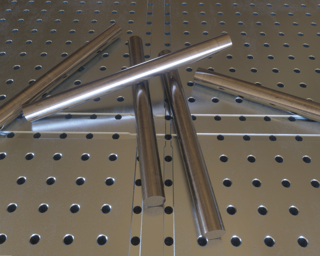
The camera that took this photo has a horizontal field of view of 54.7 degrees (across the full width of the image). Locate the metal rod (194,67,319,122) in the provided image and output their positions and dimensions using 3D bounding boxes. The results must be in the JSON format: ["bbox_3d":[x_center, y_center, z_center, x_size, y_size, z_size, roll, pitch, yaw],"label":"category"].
[{"bbox_3d":[0.193,-0.031,0.436,0.301,0.025,0.025,20,53,16],"label":"metal rod"}]

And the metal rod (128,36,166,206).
[{"bbox_3d":[-0.024,-0.034,0.435,0.025,0.025,0.300,-5,50,-5],"label":"metal rod"}]

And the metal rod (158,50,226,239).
[{"bbox_3d":[0.032,-0.004,0.411,0.025,0.025,0.300,-7,50,-6],"label":"metal rod"}]

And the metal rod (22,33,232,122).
[{"bbox_3d":[-0.041,-0.073,0.436,0.302,0.025,0.025,-21,53,-5],"label":"metal rod"}]

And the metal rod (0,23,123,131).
[{"bbox_3d":[-0.158,-0.079,0.471,0.025,0.025,0.301,26,55,20],"label":"metal rod"}]
